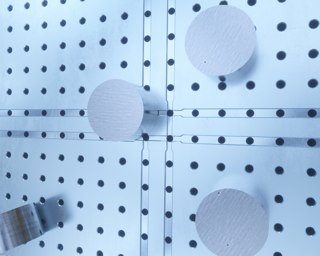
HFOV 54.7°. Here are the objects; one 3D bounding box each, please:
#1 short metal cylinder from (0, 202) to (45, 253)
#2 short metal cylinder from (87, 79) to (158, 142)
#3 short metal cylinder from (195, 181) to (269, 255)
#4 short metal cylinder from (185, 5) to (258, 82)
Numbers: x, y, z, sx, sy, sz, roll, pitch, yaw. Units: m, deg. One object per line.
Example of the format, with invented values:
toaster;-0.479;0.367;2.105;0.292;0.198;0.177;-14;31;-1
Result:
short metal cylinder;-0.220;0.150;0.461;0.080;0.080;0.050;-24;82;18
short metal cylinder;-0.049;-0.023;0.417;0.080;0.050;0.079;0;90;20
short metal cylinder;0.087;0.107;0.368;0.080;0.050;0.079;0;90;20
short metal cylinder;0.075;-0.099;0.373;0.080;0.050;0.079;0;90;20
